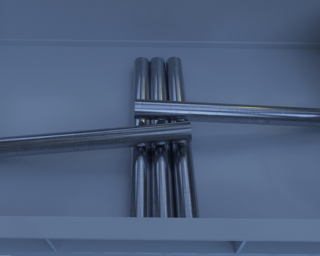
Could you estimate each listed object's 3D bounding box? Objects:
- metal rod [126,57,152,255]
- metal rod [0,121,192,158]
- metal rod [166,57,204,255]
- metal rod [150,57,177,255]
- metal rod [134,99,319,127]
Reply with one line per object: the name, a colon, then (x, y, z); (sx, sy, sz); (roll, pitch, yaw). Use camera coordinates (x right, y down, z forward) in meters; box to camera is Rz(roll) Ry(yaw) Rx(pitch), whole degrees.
metal rod: (-0.024, 0.013, 0.392); (0.025, 0.025, 0.300); (-1, 50, -1)
metal rod: (-0.114, 0.017, 0.367); (0.302, 0.025, 0.025); (-5, 50, 3)
metal rod: (0.026, 0.012, 0.394); (0.025, 0.025, 0.300); (-1, 50, -1)
metal rod: (0.000, 0.012, 0.393); (0.025, 0.025, 0.300); (-1, 50, -1)
metal rod: (0.119, -0.017, 0.397); (0.302, 0.025, 0.025); (2, 50, -7)
